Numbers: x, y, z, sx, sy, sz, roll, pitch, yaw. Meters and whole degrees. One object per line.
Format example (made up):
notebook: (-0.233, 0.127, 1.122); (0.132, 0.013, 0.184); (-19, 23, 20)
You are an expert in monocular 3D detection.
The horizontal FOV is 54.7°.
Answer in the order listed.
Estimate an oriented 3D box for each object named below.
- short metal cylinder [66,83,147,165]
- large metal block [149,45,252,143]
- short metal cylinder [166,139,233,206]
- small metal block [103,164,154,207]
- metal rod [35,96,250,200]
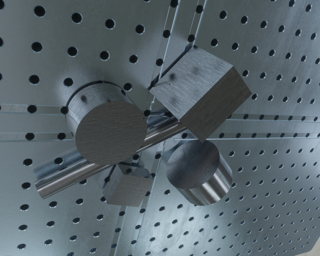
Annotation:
short metal cylinder: (-0.061, -0.005, 0.354); (0.081, 0.050, 0.079); (-14, 124, -21)
large metal block: (0.046, -0.043, 0.370); (0.080, 0.080, 0.050); (-45, 129, 3)
short metal cylinder: (0.056, 0.063, 0.441); (0.080, 0.080, 0.050); (-40, 130, -1)
small metal block: (-0.044, 0.081, 0.433); (0.050, 0.025, 0.050); (16, 110, -35)
metal rod: (-0.013, 0.012, 0.407); (0.302, 0.025, 0.025); (-26, 128, -13)
